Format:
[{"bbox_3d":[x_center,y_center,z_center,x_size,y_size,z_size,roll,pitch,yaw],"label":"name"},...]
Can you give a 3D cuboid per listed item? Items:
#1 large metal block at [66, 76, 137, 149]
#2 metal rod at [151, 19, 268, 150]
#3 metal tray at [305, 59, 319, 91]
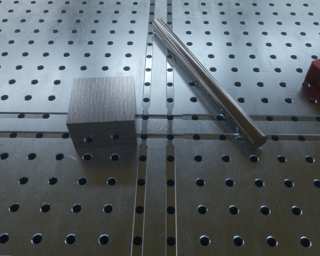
[{"bbox_3d":[-0.073,-0.022,0.409,0.081,0.050,0.080,-3,50,-3],"label":"large metal block"},{"bbox_3d":[0.061,-0.084,0.478,0.025,0.025,0.300,-20,53,-16],"label":"metal rod"},{"bbox_3d":[0.306,-0.080,0.473,0.131,0.030,0.090,-19,53,-15],"label":"metal tray"}]
